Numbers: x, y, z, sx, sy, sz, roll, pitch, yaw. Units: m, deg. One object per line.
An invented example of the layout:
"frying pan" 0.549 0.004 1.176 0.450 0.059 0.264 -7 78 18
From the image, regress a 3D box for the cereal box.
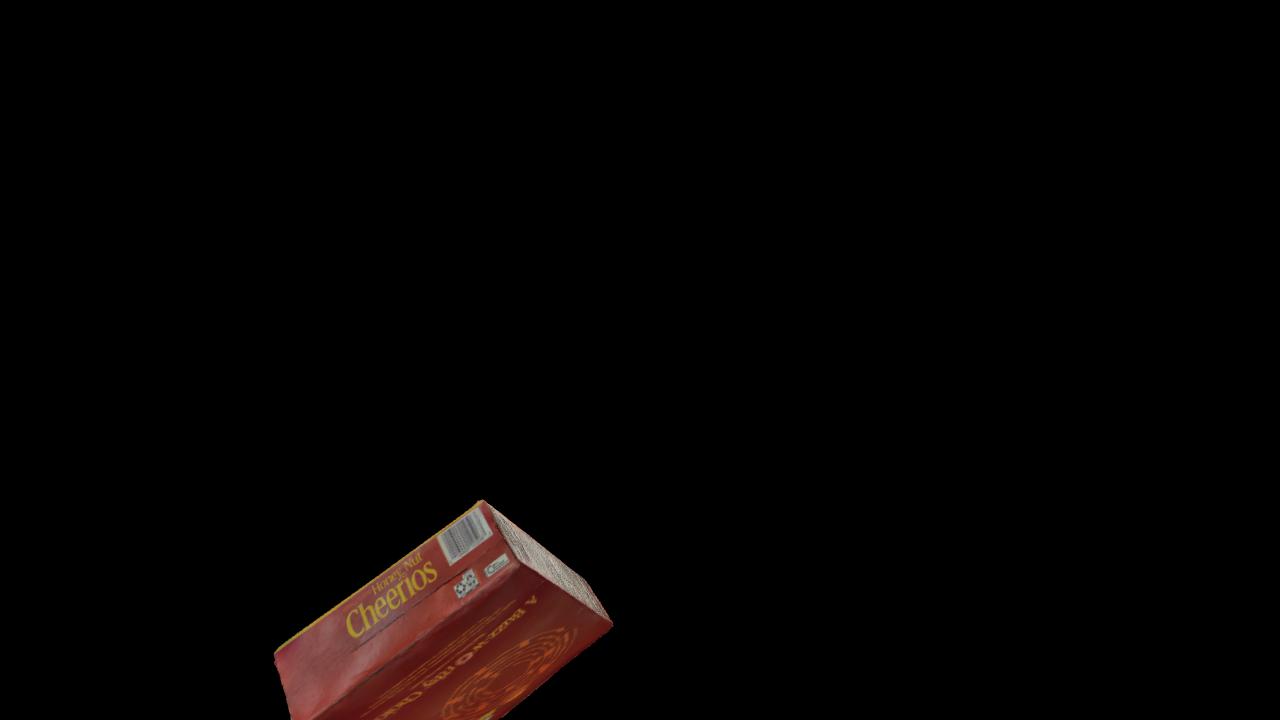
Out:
"cereal box" -0.160 0.272 0.604 0.203 0.081 0.306 -36 -33 -9
